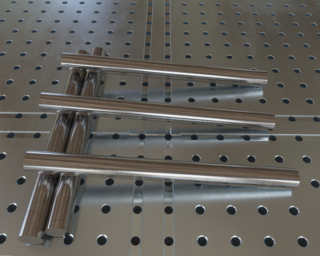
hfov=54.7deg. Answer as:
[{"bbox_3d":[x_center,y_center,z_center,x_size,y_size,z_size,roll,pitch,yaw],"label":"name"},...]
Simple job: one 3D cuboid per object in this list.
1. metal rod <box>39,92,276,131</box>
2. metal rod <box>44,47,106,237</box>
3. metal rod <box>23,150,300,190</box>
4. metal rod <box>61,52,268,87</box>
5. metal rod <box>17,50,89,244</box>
[{"bbox_3d":[0.000,-0.021,0.405,0.302,0.025,0.025,5,50,-4],"label":"metal rod"},{"bbox_3d":[-0.103,-0.008,0.412,0.025,0.025,0.300,1,50,0],"label":"metal rod"},{"bbox_3d":[0.007,0.048,0.349,0.302,0.025,0.025,4,50,-5],"label":"metal rod"},{"bbox_3d":[0.010,-0.086,0.461,0.302,0.025,0.025,4,50,-5],"label":"metal rod"},{"bbox_3d":[-0.128,-0.002,0.407,0.025,0.025,0.300,1,50,0],"label":"metal rod"}]
